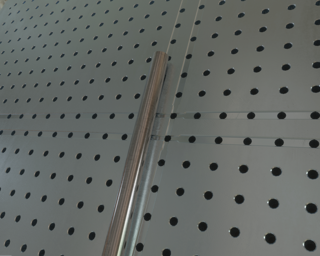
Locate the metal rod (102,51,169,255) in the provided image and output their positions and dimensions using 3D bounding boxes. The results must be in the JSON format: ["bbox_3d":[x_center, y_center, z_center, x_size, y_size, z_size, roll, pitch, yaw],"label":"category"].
[{"bbox_3d":[-0.027,0.022,0.409,0.025,0.025,0.300,-2,60,27],"label":"metal rod"}]
